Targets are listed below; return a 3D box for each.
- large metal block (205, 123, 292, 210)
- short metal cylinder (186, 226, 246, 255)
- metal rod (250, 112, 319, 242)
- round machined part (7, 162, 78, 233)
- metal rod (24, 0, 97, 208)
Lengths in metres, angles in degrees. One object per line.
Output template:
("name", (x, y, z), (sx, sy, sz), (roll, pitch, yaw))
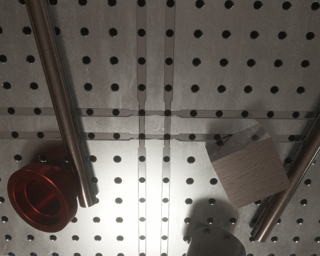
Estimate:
("large metal block", (0.118, 0.052, 0.421), (0.080, 0.050, 0.080), (-25, 109, 8))
("short metal cylinder", (0.080, 0.192, 0.456), (0.081, 0.080, 0.050), (11, 110, -5))
("metal rod", (0.204, 0.036, 0.429), (0.025, 0.025, 0.298), (19, 109, -8))
("round machined part", (-0.154, 0.090, 0.424), (0.098, 0.042, 0.097), (8, 115, 19))
("metal rod", (-0.125, -0.029, 0.400), (0.025, 0.025, 0.298), (-8, 110, 2))
